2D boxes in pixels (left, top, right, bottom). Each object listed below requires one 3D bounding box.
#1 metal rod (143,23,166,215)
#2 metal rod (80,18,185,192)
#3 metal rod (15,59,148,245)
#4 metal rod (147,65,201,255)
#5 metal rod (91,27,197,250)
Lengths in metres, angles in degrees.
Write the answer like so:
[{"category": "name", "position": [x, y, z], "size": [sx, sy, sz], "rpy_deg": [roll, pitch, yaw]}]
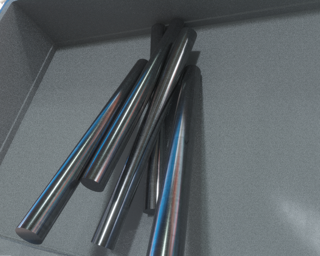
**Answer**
[{"category": "metal rod", "position": [-0.004, -0.033, 0.428], "size": [0.025, 0.025, 0.299], "rpy_deg": [-12, 56, 21]}, {"category": "metal rod", "position": [-0.020, -0.053, 0.398], "size": [0.025, 0.025, 0.300], "rpy_deg": [0, 46, 28]}, {"category": "metal rod", "position": [-0.068, -0.002, 0.371], "size": [0.025, 0.025, 0.301], "rpy_deg": [-6, 37, 25]}, {"category": "metal rod", "position": [0.023, 0.010, 0.312], "size": [0.025, 0.025, 0.301], "rpy_deg": [-15, 32, 20]}, {"category": "metal rod", "position": [-0.010, -0.005, 0.381], "size": [0.025, 0.025, 0.300], "rpy_deg": [7, 63, 31]}]
